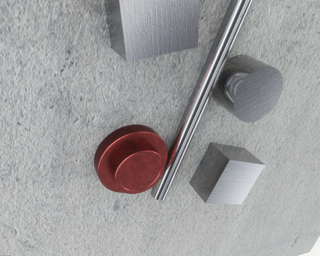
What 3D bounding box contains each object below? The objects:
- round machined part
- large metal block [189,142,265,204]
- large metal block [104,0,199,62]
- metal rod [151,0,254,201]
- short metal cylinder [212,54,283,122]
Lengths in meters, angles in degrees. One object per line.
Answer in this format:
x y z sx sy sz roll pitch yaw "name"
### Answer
-0.033 0.048 0.409 0.099 0.042 0.097 -14 125 -21 "round machined part"
0.107 0.074 0.498 0.081 0.050 0.079 11 113 -34 "large metal block"
-0.009 -0.120 0.313 0.081 0.050 0.079 -17 126 -19 "large metal block"
0.049 -0.028 0.418 0.025 0.025 0.298 8 115 -32 "metal rod"
0.119 -0.054 0.424 0.081 0.050 0.079 -14 125 -21 "short metal cylinder"
